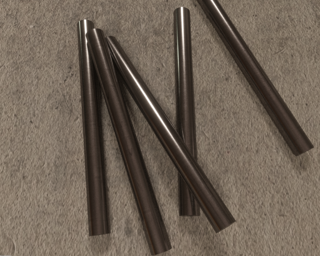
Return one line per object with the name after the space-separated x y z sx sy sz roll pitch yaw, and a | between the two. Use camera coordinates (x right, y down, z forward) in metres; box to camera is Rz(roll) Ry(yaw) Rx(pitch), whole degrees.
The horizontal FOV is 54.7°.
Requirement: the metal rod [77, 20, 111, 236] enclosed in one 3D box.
-0.091 -0.014 0.412 0.025 0.025 0.299 -7 70 -3 | metal rod

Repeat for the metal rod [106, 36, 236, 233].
-0.002 -0.009 0.392 0.025 0.025 0.299 -28 66 -10 | metal rod

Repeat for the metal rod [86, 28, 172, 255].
-0.045 0.006 0.394 0.025 0.025 0.299 -17 75 -7 | metal rod

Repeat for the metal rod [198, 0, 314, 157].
0.124 -0.097 0.445 0.025 0.025 0.299 -23 72 -9 | metal rod

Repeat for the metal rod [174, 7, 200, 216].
0.034 -0.036 0.421 0.025 0.025 0.299 0 70 -1 | metal rod
